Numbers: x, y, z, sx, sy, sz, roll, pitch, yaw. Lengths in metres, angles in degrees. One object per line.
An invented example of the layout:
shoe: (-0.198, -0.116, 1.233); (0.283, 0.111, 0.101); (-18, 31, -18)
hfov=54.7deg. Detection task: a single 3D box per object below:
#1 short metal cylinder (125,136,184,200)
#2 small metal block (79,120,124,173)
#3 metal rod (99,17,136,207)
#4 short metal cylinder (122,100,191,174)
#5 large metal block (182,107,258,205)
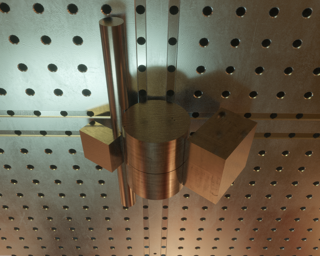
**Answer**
short metal cylinder: (-0.005, 0.048, 0.411); (0.081, 0.080, 0.050); (0, 130, -1)
small metal block: (-0.077, 0.024, 0.412); (0.050, 0.025, 0.050); (24, 135, 25)
metal rod: (-0.050, 0.006, 0.410); (0.025, 0.025, 0.298); (0, 130, 0)
short metal cylinder: (-0.005, 0.009, 0.378); (0.081, 0.080, 0.050); (0, 130, -1)
large metal block: (0.074, 0.034, 0.390); (0.050, 0.080, 0.079); (27, 137, 27)
